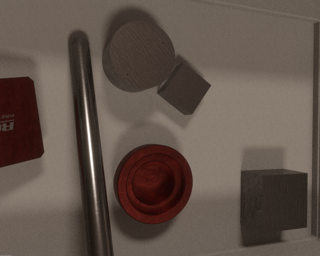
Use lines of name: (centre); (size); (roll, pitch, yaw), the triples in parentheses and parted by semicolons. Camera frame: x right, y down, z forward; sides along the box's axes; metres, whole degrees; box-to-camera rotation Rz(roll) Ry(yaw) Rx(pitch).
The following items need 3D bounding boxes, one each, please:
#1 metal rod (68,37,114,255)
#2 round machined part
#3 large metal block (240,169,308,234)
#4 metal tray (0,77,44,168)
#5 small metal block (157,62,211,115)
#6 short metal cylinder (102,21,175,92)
metal rod: (-0.073, 0.035, 0.324); (0.025, 0.025, 0.299); (-3, 68, -20)
round machined part: (-0.011, 0.069, 0.399); (0.099, 0.042, 0.097); (0, 90, -21)
large metal block: (0.169, 0.105, 0.462); (0.081, 0.050, 0.079); (1, 90, -21)
metal tray: (-0.190, -0.001, 0.306); (0.131, 0.030, 0.089); (-14, 104, -42)
small metal block: (0.033, -0.053, 0.424); (0.050, 0.025, 0.050); (37, 78, -17)
short metal cylinder: (-0.028, -0.087, 0.388); (0.081, 0.050, 0.079); (0, 90, -21)
